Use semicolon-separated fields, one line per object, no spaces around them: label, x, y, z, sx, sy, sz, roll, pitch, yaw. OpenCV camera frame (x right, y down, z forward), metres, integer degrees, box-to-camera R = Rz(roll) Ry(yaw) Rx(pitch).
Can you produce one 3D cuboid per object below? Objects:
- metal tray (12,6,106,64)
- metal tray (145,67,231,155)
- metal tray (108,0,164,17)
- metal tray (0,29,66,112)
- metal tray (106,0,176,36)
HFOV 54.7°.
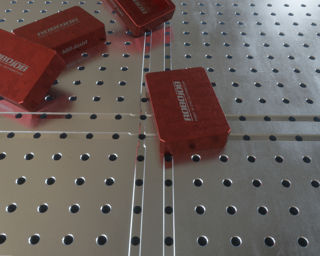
metal tray;-0.172;-0.161;0.538;0.131;0.030;0.090;-34;58;-26
metal tray;0.033;-0.028;0.429;0.091;0.030;0.130;-8;51;-7
metal tray;-0.062;-0.284;0.641;0.091;0.030;0.130;-25;55;-20
metal tray;-0.217;-0.089;0.456;0.130;0.030;0.090;24;75;18
metal tray;-0.045;-0.242;0.570;0.091;0.030;0.130;-35;82;-22
